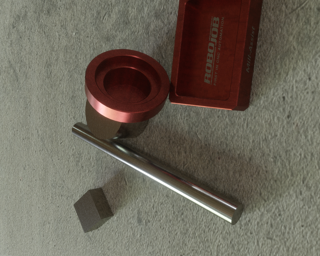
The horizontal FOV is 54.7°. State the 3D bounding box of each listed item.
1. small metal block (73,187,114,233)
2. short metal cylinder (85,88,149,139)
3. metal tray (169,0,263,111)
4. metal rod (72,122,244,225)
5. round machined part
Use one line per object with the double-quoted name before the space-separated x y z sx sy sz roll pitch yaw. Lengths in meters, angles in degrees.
"small metal block" -0.107 0.131 0.493 0.050 0.025 0.050 -44 64 31
"short metal cylinder" -0.060 -0.024 0.439 0.080 0.050 0.080 0 90 40
"metal tray" 0.060 -0.088 0.351 0.090 0.030 0.129 10 97 39
"metal rod" -0.026 0.048 0.426 0.300 0.025 0.025 23 104 37
"round machined part" -0.040 -0.046 0.375 0.098 0.099 0.042 59 152 23
